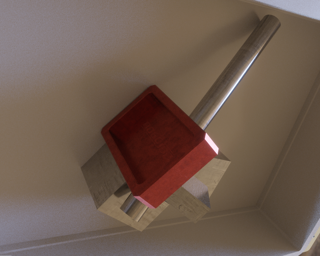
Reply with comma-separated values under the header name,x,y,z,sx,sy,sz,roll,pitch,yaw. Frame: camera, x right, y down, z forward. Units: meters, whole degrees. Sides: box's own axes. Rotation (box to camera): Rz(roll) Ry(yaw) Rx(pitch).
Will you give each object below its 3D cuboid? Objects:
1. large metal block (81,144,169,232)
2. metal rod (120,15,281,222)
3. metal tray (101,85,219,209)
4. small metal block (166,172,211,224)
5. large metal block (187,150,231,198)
name,x,y,z,sx,sy,sz,roll,pitch,yaw
large metal block,-0.045,0.074,0.395,0.050,0.080,0.080,-45,130,3
metal rod,0.056,-0.022,0.367,0.300,0.025,0.025,-52,131,-13
metal tray,-0.008,0.013,0.344,0.090,0.130,0.030,-41,129,1
small metal block,0.029,0.073,0.358,0.050,0.050,0.025,39,106,-8
large metal block,0.038,0.053,0.428,0.050,0.080,0.080,14,111,-35
